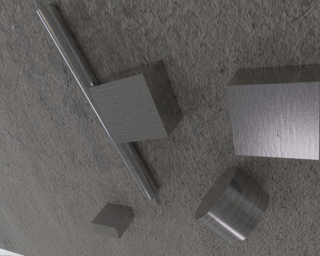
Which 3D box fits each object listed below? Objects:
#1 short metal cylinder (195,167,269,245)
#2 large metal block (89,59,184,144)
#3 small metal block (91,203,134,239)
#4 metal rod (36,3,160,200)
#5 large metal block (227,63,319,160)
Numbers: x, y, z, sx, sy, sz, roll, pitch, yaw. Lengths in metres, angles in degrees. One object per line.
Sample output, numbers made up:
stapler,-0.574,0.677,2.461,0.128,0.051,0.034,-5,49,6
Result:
short metal cylinder,0.088,0.096,0.384,0.050,0.080,0.080,37,129,3
large metal block,-0.028,-0.031,0.386,0.080,0.050,0.080,-9,114,32
small metal block,-0.080,0.158,0.531,0.050,0.050,0.025,3,120,27
metal rod,-0.078,-0.024,0.432,0.025,0.025,0.299,-16,111,34
large metal block,0.119,-0.017,0.318,0.080,0.050,0.080,1,119,27
